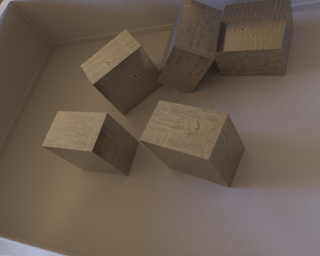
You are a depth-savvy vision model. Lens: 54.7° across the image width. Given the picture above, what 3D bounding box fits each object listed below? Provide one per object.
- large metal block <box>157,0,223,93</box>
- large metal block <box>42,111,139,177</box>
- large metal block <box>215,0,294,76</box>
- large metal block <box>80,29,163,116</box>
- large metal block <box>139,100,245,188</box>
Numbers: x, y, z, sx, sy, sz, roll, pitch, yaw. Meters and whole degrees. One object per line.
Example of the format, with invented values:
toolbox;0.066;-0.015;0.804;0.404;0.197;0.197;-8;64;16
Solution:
large metal block;0.037;-0.105;0.406;0.050;0.080;0.080;17;64;-8
large metal block;-0.087;0.021;0.401;0.080;0.080;0.050;3;63;29
large metal block;0.121;-0.114;0.396;0.080;0.050;0.080;5;64;30
large metal block;-0.050;-0.077;0.442;0.080;0.080;0.050;-39;51;2
large metal block;0.038;0.018;0.339;0.080;0.080;0.050;14;69;33
